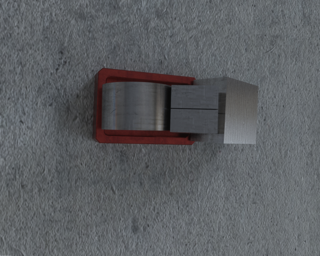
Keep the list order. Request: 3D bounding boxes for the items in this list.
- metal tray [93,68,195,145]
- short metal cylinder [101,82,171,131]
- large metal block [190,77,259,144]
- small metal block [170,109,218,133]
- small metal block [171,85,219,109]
[{"bbox_3d":[-0.018,-0.025,0.401,0.131,0.030,0.089,2,89,-20],"label":"metal tray"},{"bbox_3d":[-0.026,-0.023,0.358,0.081,0.080,0.050,1,90,-20],"label":"short metal cylinder"},{"bbox_3d":[0.088,-0.020,0.414,0.081,0.050,0.080,4,89,-46],"label":"large metal block"},{"bbox_3d":[0.039,-0.007,0.355,0.050,0.050,0.025,2,88,6],"label":"small metal block"},{"bbox_3d":[0.040,-0.032,0.356,0.050,0.050,0.025,2,88,6],"label":"small metal block"}]
